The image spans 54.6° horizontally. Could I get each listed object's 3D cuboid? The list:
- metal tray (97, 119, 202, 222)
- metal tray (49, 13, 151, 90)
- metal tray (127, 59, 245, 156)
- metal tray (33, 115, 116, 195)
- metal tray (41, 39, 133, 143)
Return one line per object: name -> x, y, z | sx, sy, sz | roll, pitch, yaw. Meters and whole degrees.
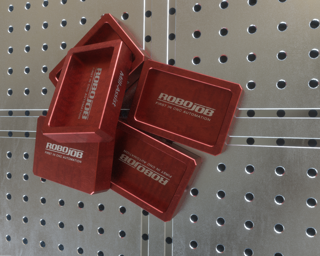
metal tray -> -0.022, 0.053, 0.417 | 0.130, 0.030, 0.090 | 27, 99, 18
metal tray -> -0.086, -0.083, 0.440 | 0.130, 0.030, 0.090 | -41, 76, 15
metal tray -> 0.031, -0.028, 0.398 | 0.130, 0.030, 0.090 | 19, 97, 18
metal tray -> -0.124, 0.033, 0.436 | 0.130, 0.030, 0.090 | 8, 94, 34
metal tray -> -0.091, -0.047, 0.397 | 0.090, 0.030, 0.130 | -2, 65, 27
